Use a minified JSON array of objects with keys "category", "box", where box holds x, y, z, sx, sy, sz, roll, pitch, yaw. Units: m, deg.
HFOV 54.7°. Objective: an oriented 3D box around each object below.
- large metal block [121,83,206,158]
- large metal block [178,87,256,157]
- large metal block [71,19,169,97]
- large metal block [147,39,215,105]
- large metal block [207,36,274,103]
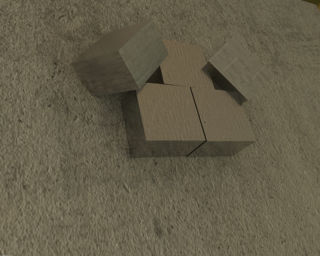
[{"category":"large metal block","box":[0.002,-0.009,0.396,0.081,0.050,0.080,1,61,-28]},{"category":"large metal block","box":[0.075,-0.007,0.433,0.081,0.050,0.080,1,61,-28]},{"category":"large metal block","box":[-0.048,-0.087,0.389,0.080,0.080,0.050,-56,130,-39]},{"category":"large metal block","box":[0.023,-0.079,0.452,0.081,0.050,0.080,3,61,-27]},{"category":"large metal block","box":[0.118,-0.084,0.479,0.050,0.080,0.080,-44,86,1]}]
